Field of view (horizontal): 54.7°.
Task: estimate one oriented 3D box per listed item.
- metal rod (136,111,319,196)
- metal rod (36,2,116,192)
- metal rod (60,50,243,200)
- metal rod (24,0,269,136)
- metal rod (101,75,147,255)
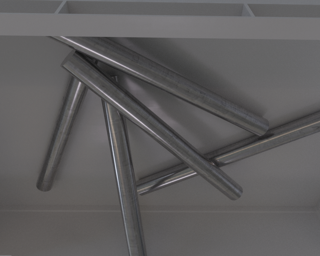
[{"bbox_3d":[0.099,0.038,0.442,0.300,0.025,0.025,-23,127,18],"label":"metal rod"},{"bbox_3d":[-0.118,-0.015,0.394,0.025,0.025,0.298,19,128,-16],"label":"metal rod"},{"bbox_3d":[0.010,0.012,0.383,0.025,0.025,0.301,-35,123,26],"label":"metal rod"},{"bbox_3d":[0.009,-0.052,0.343,0.302,0.025,0.025,22,127,-26],"label":"metal rod"},{"bbox_3d":[-0.042,0.082,0.400,0.025,0.025,0.298,-6,106,5],"label":"metal rod"}]
